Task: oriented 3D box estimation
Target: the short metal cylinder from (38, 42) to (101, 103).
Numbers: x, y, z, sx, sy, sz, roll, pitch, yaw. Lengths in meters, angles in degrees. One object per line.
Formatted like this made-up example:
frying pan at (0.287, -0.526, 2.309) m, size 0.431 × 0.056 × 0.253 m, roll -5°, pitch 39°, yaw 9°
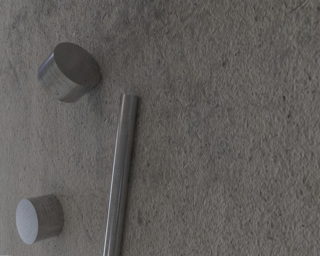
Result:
short metal cylinder at (-0.141, -0.086, 0.486) m, size 0.050 × 0.081 × 0.080 m, roll -33°, pitch 69°, yaw 35°

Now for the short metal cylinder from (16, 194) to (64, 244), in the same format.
short metal cylinder at (-0.223, 0.167, 0.573) m, size 0.080 × 0.050 × 0.079 m, roll 0°, pitch 90°, yaw 40°

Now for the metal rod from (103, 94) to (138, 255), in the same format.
metal rod at (-0.062, 0.100, 0.455) m, size 0.025 × 0.025 × 0.298 m, roll 12°, pitch 98°, yaw 39°
